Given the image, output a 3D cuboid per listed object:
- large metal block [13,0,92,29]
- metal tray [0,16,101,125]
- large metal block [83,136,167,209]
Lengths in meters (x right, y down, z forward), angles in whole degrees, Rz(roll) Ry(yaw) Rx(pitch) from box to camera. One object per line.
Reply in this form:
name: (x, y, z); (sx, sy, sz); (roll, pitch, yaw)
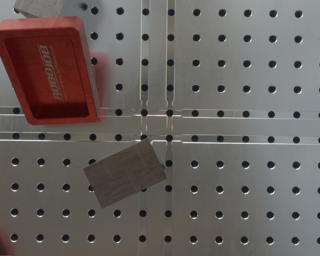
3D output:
large metal block: (-0.125, -0.163, 0.385); (0.050, 0.080, 0.080); (21, 90, 0)
metal tray: (-0.128, -0.063, 0.370); (0.091, 0.030, 0.129); (-3, 131, 0)
large metal block: (-0.039, 0.051, 0.385); (0.080, 0.080, 0.050); (-25, 90, 0)
